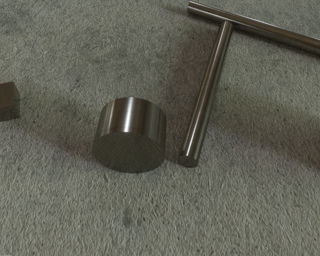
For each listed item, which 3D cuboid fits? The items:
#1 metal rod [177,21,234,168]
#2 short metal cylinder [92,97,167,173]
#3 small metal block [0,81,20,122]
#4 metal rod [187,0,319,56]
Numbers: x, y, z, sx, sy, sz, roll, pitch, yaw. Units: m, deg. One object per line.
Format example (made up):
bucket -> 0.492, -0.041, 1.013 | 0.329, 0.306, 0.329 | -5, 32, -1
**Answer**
metal rod -> 0.076, -0.070, 0.462 | 0.025, 0.025, 0.300 | 13, 51, 10
short metal cylinder -> -0.033, 0.010, 0.359 | 0.080, 0.080, 0.050 | 2, 50, 2
small metal block -> -0.225, -0.035, 0.431 | 0.050, 0.025, 0.050 | -13, 51, -11
metal rod -> 0.186, -0.173, 0.550 | 0.301, 0.025, 0.025 | 26, 55, 20
